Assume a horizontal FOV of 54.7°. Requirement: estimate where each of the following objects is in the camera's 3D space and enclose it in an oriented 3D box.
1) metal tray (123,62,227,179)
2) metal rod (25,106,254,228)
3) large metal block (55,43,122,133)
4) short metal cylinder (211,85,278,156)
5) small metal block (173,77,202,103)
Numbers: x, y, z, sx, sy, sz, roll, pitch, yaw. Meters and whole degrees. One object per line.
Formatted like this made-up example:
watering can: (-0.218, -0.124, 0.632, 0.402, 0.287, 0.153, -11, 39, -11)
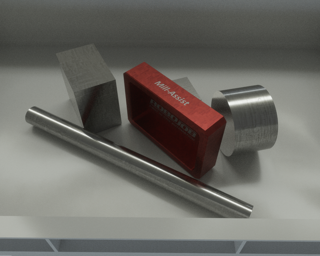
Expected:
metal tray: (0.012, -0.009, 0.368, 0.030, 0.089, 0.130, -36, 59, -27)
metal rod: (-0.039, 0.038, 0.371, 0.301, 0.025, 0.025, 23, 54, 17)
large metal block: (-0.093, -0.050, 0.409, 0.050, 0.080, 0.080, -21, 53, -17)
short metal cylinder: (0.099, -0.009, 0.376, 0.050, 0.080, 0.080, -10, 51, -7)
small metal block: (0.024, -0.042, 0.437, 0.050, 0.025, 0.050, -15, 52, -13)
